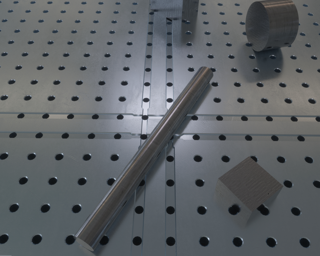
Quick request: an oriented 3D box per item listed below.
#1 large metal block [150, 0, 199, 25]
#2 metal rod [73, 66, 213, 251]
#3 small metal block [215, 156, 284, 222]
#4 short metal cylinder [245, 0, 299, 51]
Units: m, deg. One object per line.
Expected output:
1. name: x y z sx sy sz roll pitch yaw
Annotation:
1. large metal block: 0.028 -0.257 0.588 0.080 0.080 0.050 35 58 25
2. metal rod: -0.003 0.016 0.394 0.025 0.025 0.301 23 54 18
3. small metal block: 0.100 0.068 0.351 0.050 0.025 0.050 -30 56 -23
4. short metal cylinder: 0.185 -0.172 0.518 0.050 0.080 0.080 -11 51 -9
